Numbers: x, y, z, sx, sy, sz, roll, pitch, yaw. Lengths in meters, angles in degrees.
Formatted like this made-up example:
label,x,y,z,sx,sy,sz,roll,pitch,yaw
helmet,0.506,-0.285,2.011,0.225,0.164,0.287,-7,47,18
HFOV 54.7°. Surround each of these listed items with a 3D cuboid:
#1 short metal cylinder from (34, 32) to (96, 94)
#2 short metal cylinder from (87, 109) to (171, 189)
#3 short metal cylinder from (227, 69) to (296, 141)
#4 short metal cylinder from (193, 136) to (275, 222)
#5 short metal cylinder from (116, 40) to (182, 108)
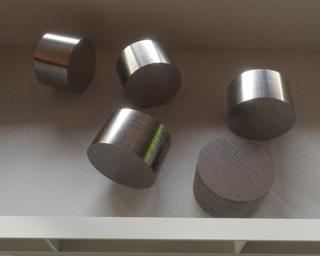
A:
label,x,y,z,sx,sy,sz,roll,pitch,yaw
short metal cylinder,-0.134,-0.093,0.446,0.050,0.080,0.080,14,52,11
short metal cylinder,-0.033,0.024,0.348,0.080,0.080,0.050,16,52,13
short metal cylinder,0.126,-0.028,0.394,0.080,0.080,0.050,6,50,4
short metal cylinder,0.079,0.056,0.343,0.081,0.050,0.080,0,50,0
short metal cylinder,-0.016,-0.074,0.431,0.081,0.080,0.050,-13,52,-11
